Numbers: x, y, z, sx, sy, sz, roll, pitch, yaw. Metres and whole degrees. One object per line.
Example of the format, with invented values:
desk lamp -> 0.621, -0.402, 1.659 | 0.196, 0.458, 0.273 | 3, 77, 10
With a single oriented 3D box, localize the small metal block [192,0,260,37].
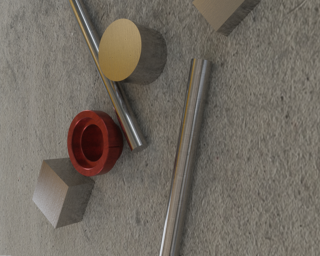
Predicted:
small metal block -> 0.072, -0.140, 0.344 | 0.050, 0.025, 0.050 | -45, 63, 30

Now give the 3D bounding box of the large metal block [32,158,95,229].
large metal block -> -0.163, 0.106, 0.520 | 0.080, 0.050, 0.079 | 33, 110, 34

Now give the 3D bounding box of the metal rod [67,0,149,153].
metal rod -> -0.088, -0.099, 0.474 | 0.025, 0.025, 0.299 | -39, 67, 33

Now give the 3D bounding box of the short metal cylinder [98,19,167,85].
short metal cylinder -> -0.037, -0.100, 0.417 | 0.080, 0.050, 0.079 | 0, 90, 39

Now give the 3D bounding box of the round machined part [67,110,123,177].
round machined part -> -0.094, 0.022, 0.469 | 0.098, 0.042, 0.097 | 0, 90, 39

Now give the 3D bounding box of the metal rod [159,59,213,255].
metal rod -> 0.026, 0.067, 0.381 | 0.025, 0.025, 0.298 | 15, 99, 39
